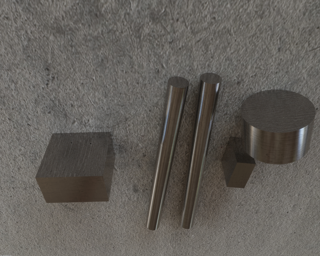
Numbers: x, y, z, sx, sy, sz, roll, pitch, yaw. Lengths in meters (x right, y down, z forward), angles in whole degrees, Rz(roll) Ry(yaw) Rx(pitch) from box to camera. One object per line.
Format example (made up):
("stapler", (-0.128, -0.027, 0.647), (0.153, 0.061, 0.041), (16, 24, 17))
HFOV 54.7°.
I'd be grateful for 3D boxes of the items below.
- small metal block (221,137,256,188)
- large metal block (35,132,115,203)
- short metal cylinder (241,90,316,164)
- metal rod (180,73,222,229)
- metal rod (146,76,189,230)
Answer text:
("small metal block", (0.108, 0.048, 0.434), (0.025, 0.050, 0.050), (5, 130, -5))
("large metal block", (-0.107, 0.051, 0.413), (0.081, 0.080, 0.050), (-2, 130, 1))
("short metal cylinder", (0.139, -0.003, 0.371), (0.080, 0.080, 0.050), (-8, 130, 6))
("metal rod", (0.053, 0.056, 0.455), (0.025, 0.025, 0.298), (1, 130, -2))
("metal rod", (0.004, 0.059, 0.457), (0.025, 0.025, 0.298), (5, 130, -5))
